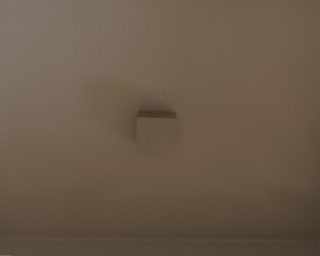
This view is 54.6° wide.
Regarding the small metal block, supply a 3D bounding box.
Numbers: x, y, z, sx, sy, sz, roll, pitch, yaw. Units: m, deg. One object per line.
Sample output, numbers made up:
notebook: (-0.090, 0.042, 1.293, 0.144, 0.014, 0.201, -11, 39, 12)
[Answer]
small metal block: (-0.005, 0.006, 0.409, 0.050, 0.025, 0.050, 2, 110, -1)
